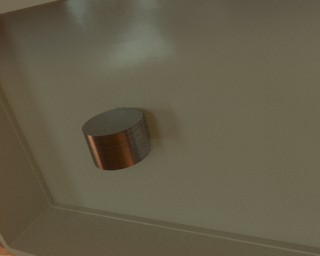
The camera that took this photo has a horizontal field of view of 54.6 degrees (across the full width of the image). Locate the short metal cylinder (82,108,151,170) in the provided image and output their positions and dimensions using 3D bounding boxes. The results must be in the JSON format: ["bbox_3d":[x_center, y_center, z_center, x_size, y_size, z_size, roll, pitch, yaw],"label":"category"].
[{"bbox_3d":[-0.056,0.012,0.411,0.080,0.080,0.050,2,119,27],"label":"short metal cylinder"}]
